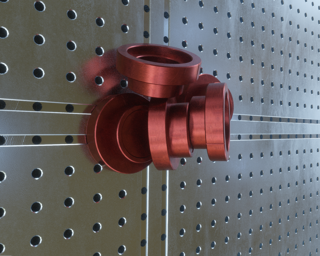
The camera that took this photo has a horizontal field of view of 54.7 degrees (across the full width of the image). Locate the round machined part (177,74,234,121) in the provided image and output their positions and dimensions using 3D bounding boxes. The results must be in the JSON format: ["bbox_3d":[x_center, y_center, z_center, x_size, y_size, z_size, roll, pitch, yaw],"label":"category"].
[{"bbox_3d":[0.073,-0.032,0.461,0.099,0.042,0.097,0,90,-40],"label":"round machined part"}]

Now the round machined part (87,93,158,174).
[{"bbox_3d":[-0.034,0.006,0.372,0.099,0.042,0.097,0,90,-40],"label":"round machined part"}]

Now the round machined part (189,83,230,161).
[{"bbox_3d":[0.063,-0.007,0.391,0.098,0.042,0.097,-2,91,-73],"label":"round machined part"}]

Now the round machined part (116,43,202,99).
[{"bbox_3d":[-0.003,-0.067,0.367,0.099,0.098,0.042,-16,126,-39],"label":"round machined part"}]

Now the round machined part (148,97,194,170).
[{"bbox_3d":[0.018,0.003,0.384,0.098,0.042,0.097,-4,91,-77],"label":"round machined part"}]
